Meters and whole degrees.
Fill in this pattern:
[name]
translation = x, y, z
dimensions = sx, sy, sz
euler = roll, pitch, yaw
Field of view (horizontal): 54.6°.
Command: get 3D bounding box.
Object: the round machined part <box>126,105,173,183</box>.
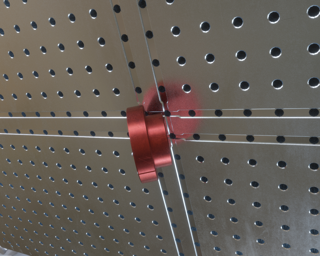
[round machined part]
translation = -0.011, 0.018, 0.394
dimensions = 0.042, 0.098, 0.097
euler = -12, 117, -1
